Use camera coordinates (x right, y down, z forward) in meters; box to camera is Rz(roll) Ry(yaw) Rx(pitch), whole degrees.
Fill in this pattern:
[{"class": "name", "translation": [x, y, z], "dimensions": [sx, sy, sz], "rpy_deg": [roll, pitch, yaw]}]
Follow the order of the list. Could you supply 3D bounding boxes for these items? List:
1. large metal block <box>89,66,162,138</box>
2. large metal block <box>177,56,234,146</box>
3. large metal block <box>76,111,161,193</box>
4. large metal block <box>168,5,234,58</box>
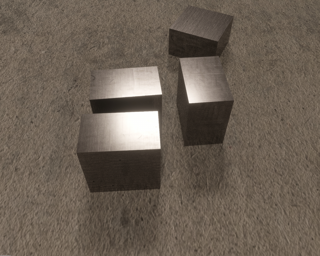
[{"class": "large metal block", "translation": [-0.041, -0.028, 0.391], "dimensions": [0.081, 0.080, 0.050], "rpy_deg": [-5, 50, -5]}, {"class": "large metal block", "translation": [0.053, -0.034, 0.397], "dimensions": [0.050, 0.080, 0.080], "rpy_deg": [-4, 50, -4]}, {"class": "large metal block", "translation": [-0.041, 0.028, 0.343], "dimensions": [0.081, 0.080, 0.050], "rpy_deg": [-3, 50, -3]}, {"class": "large metal block", "translation": [0.068, -0.155, 0.518], "dimensions": [0.080, 0.050, 0.080], "rpy_deg": [20, 53, 16]}]
